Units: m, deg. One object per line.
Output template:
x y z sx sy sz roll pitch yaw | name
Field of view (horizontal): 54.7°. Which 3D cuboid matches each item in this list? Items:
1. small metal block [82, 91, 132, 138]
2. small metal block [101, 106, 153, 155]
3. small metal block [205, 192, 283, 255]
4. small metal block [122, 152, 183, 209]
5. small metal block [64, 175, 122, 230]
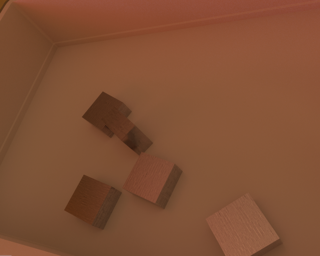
-0.079 -0.020 0.460 0.050 0.025 0.050 30 78 37 | small metal block
-0.043 0.005 0.409 0.025 0.050 0.050 -47 51 -4 | small metal block
0.081 0.100 0.302 0.050 0.025 0.050 -34 51 6 | small metal block
-0.009 0.062 0.372 0.050 0.025 0.050 16 70 34 | small metal block
-0.085 0.093 0.393 0.050 0.025 0.050 14 69 34 | small metal block
